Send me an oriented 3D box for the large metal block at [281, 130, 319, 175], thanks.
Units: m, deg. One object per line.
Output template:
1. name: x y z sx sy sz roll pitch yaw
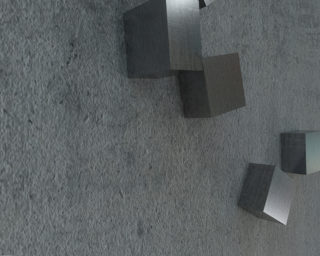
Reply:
1. large metal block: 0.292 0.047 0.633 0.081 0.050 0.079 -4 93 -40

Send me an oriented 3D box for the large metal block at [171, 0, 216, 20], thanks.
1. large metal block: 0.027 -0.189 0.391 0.050 0.080 0.080 -42 116 -32

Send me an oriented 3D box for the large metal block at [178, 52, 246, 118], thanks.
1. large metal block: 0.075 -0.062 0.451 0.081 0.050 0.079 -18 102 -39

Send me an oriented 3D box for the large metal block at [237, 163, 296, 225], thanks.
1. large metal block: 0.191 0.116 0.548 0.080 0.050 0.080 34 69 -35

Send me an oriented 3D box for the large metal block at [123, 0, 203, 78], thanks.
1. large metal block: 0.002 -0.104 0.370 0.050 0.080 0.079 -7 95 -40
